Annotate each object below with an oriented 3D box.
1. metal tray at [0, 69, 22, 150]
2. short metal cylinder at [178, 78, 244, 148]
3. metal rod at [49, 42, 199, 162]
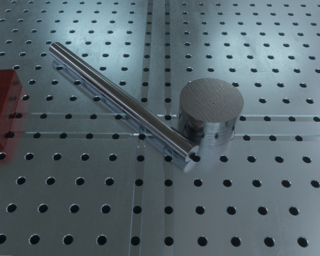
[{"bbox_3d":[-0.251,-0.026,0.423,0.091,0.030,0.130,-4,50,-4],"label":"metal tray"},{"bbox_3d":[0.065,-0.021,0.410,0.081,0.050,0.080,0,50,0],"label":"short metal cylinder"},{"bbox_3d":[-0.067,-0.050,0.448,0.300,0.025,0.025,37,59,27],"label":"metal rod"}]
